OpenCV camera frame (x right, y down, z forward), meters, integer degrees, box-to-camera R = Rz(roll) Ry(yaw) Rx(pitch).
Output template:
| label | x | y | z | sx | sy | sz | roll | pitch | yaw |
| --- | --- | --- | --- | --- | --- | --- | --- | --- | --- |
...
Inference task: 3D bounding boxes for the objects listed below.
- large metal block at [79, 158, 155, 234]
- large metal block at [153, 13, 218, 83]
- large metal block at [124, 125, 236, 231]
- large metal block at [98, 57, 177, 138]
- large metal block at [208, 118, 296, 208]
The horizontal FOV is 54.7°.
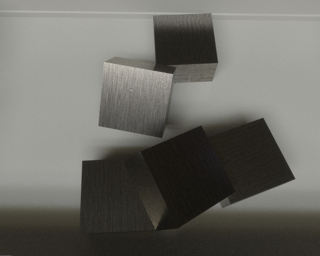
| label | x | y | z | sx | sy | sz | roll | pitch | yaw |
| --- | --- | --- | --- | --- | --- | --- | --- | --- | --- |
| large metal block | -0.047 | 0.081 | 0.366 | 0.081 | 0.050 | 0.080 | -3 | 70 | -1 |
| large metal block | 0.033 | -0.111 | 0.437 | 0.081 | 0.050 | 0.080 | -3 | 70 | -1 |
| large metal block | 0.021 | 0.053 | 0.335 | 0.081 | 0.050 | 0.080 | -22 | 81 | -31 |
| large metal block | -0.027 | -0.040 | 0.389 | 0.080 | 0.050 | 0.079 | 11 | 111 | 4 |
| large metal block | 0.101 | 0.044 | 0.381 | 0.080 | 0.050 | 0.080 | -19 | 71 | -7 |
